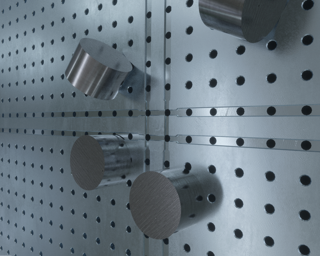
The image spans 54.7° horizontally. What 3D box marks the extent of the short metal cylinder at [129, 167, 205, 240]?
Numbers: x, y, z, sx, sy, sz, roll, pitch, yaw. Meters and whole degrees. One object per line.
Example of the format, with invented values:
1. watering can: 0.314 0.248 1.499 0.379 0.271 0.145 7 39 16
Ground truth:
1. short metal cylinder: 0.008 0.091 0.385 0.080 0.050 0.079 0 90 39

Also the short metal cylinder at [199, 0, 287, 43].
1. short metal cylinder: 0.084 -0.130 0.304 0.050 0.081 0.079 34 111 34

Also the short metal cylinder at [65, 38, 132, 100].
1. short metal cylinder: -0.087 -0.084 0.443 0.080 0.081 0.050 50 119 28

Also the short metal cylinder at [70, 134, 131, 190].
1. short metal cylinder: -0.090 0.050 0.465 0.080 0.050 0.079 0 90 39
